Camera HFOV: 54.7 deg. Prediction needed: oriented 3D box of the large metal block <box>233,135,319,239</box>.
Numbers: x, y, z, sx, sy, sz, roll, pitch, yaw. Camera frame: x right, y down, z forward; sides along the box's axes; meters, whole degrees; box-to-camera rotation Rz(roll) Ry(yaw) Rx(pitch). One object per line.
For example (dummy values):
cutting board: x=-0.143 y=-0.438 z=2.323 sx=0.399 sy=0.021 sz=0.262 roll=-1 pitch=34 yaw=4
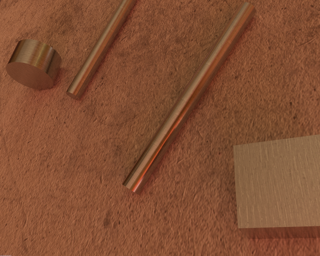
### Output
large metal block: x=0.117 y=0.058 z=0.291 sx=0.080 sy=0.050 sz=0.080 roll=-10 pitch=58 yaw=22

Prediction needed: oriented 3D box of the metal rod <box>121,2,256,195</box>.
metal rod: x=0.044 y=-0.047 z=0.408 sx=0.025 sy=0.025 sz=0.300 roll=24 pitch=74 yaw=36

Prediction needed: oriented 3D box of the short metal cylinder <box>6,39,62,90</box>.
short metal cylinder: x=-0.222 y=-0.111 z=0.551 sx=0.080 sy=0.080 sz=0.050 roll=-3 pitch=60 yaw=26

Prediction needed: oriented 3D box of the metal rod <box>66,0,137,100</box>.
metal rod: x=-0.084 y=-0.181 z=0.556 sx=0.025 sy=0.025 sz=0.300 roll=12 pitch=68 yaw=33
